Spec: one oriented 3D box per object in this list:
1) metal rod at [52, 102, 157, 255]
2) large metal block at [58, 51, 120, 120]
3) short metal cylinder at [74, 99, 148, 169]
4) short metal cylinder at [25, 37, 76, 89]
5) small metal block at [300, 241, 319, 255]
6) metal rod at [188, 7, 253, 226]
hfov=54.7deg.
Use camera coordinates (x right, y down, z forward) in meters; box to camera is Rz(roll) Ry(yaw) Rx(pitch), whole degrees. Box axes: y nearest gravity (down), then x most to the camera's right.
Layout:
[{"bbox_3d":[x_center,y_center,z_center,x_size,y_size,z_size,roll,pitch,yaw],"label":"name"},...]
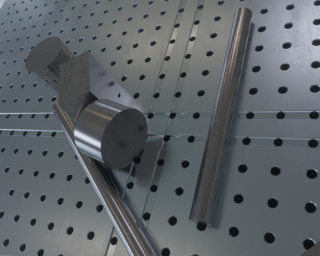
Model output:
[{"bbox_3d":[-0.090,0.054,0.422,0.025,0.025,0.300,-41,51,0],"label":"metal rod"},{"bbox_3d":[-0.102,-0.051,0.458,0.050,0.080,0.080,-22,54,15],"label":"large metal block"},{"bbox_3d":[-0.062,0.007,0.401,0.050,0.080,0.080,20,73,35],"label":"short metal cylinder"},{"bbox_3d":[-0.197,-0.120,0.569,0.080,0.050,0.080,-13,56,21],"label":"short metal cylinder"},{"bbox_3d":[0.136,0.130,0.257,0.050,0.025,0.050,-38,51,2],"label":"small metal block"},{"bbox_3d":[0.081,-0.032,0.385,0.025,0.025,0.300,2,63,29],"label":"metal rod"}]
